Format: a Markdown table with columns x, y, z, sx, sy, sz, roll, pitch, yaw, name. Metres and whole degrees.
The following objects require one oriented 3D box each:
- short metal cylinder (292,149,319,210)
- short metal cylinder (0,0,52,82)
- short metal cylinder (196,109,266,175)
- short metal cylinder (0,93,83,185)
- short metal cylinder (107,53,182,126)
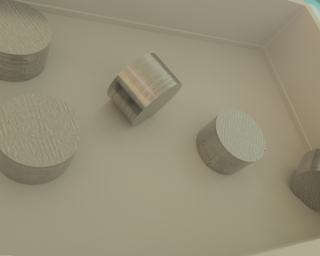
| x | y | z | sx | sy | sz | roll | pitch | yaw | name |
| --- | --- | --- | --- | --- | --- | --- | --- | --- | --- |
| 0.244 | 0.077 | 0.458 | 0.080 | 0.080 | 0.050 | 43 | 51 | 0 | short metal cylinder |
| -0.171 | -0.100 | 0.359 | 0.081 | 0.050 | 0.080 | 14 | 56 | -21 | short metal cylinder |
| 0.098 | 0.020 | 0.433 | 0.081 | 0.050 | 0.080 | 14 | 56 | -21 | short metal cylinder |
| -0.125 | 0.012 | 0.316 | 0.081 | 0.050 | 0.080 | 14 | 56 | -21 | short metal cylinder |
| -0.019 | -0.048 | 0.391 | 0.050 | 0.080 | 0.081 | 50 | 51 | 6 | short metal cylinder |
